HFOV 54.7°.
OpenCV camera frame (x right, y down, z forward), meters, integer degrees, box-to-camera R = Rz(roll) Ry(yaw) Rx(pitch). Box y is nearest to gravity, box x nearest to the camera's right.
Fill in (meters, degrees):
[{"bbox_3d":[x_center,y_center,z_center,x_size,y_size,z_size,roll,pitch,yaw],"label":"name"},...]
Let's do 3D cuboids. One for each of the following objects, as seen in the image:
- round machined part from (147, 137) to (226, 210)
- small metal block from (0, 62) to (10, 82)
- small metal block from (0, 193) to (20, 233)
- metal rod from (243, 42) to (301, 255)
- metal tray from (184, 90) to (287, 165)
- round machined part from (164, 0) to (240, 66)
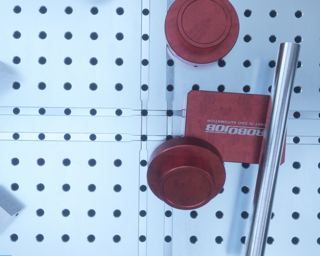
[{"bbox_3d":[0.032,0.063,0.384,0.099,0.042,0.097,1,119,2],"label":"round machined part"},{"bbox_3d":[-0.233,-0.068,0.399,0.050,0.050,0.025,-38,90,0],"label":"small metal block"},{"bbox_3d":[-0.227,0.116,0.412,0.050,0.025,0.050,42,90,0],"label":"small metal block"},{"bbox_3d":[0.135,0.045,0.383,0.025,0.025,0.298,10,91,0],"label":"metal rod"},{"bbox_3d":[0.098,0.000,0.411,0.131,0.030,0.089,4,90,0],"label":"metal tray"},{"bbox_3d":[0.055,-0.133,0.405,0.099,0.042,0.097,0,90,0],"label":"round machined part"}]
